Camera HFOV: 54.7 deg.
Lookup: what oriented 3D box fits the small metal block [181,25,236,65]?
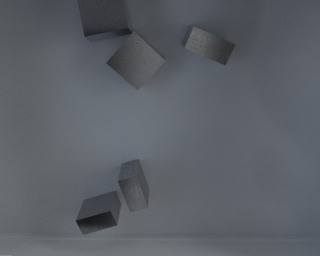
[{"bbox_3d":[0.055,-0.098,0.363,0.050,0.050,0.025,21,109,-8],"label":"small metal block"}]

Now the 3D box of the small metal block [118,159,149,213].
[{"bbox_3d":[-0.035,0.078,0.426,0.025,0.050,0.050,-16,110,5],"label":"small metal block"}]

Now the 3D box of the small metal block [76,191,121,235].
[{"bbox_3d":[-0.086,0.120,0.441,0.050,0.050,0.025,-17,109,6],"label":"small metal block"}]

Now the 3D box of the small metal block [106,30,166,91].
[{"bbox_3d":[-0.029,-0.083,0.380,0.050,0.025,0.050,41,105,-14],"label":"small metal block"}]

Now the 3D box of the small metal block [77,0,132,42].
[{"bbox_3d":[-0.063,-0.131,0.354,0.050,0.025,0.050,-11,91,3],"label":"small metal block"}]
